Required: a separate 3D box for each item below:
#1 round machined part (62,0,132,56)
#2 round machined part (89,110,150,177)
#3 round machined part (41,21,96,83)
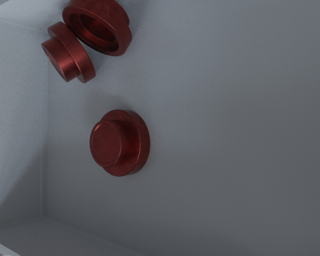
[{"bbox_3d":[-0.083,-0.149,0.437,0.098,0.098,0.042,12,68,39],"label":"round machined part"},{"bbox_3d":[-0.065,0.022,0.449,0.098,0.042,0.097,0,90,40],"label":"round machined part"},{"bbox_3d":[-0.146,-0.110,0.480,0.042,0.098,0.098,-36,70,-15],"label":"round machined part"}]
